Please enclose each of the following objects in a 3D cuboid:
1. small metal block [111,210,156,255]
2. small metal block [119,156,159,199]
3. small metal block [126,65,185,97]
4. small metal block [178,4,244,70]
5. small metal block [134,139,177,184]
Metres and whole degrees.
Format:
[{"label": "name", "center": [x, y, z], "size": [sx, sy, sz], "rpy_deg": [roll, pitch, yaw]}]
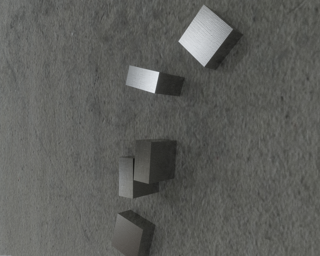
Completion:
[{"label": "small metal block", "center": [-0.038, 0.151, 0.434], "size": [0.050, 0.025, 0.050], "rpy_deg": [19, 102, 38]}, {"label": "small metal block", "center": [-0.027, 0.062, 0.409], "size": [0.025, 0.050, 0.050], "rpy_deg": [0, 90, 40]}, {"label": "small metal block", "center": [-0.006, -0.059, 0.392], "size": [0.050, 0.050, 0.025], "rpy_deg": [21, 103, 38]}, {"label": "small metal block", "center": [0.057, -0.103, 0.356], "size": [0.050, 0.025, 0.050], "rpy_deg": [52, 120, 27]}, {"label": "small metal block", "center": [-0.005, 0.040, 0.391], "size": [0.025, 0.050, 0.050], "rpy_deg": [6, 94, 39]}]
